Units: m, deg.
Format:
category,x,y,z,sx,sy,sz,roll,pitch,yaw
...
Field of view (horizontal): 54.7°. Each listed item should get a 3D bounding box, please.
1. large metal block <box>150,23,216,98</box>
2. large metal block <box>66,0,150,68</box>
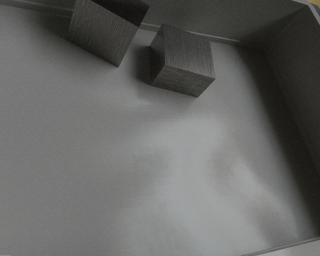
category,x,y,z,sx,sy,sz,roll,pitch,yaw
large metal block,0.032,-0.100,0.468,0.081,0.050,0.080,11,57,-22
large metal block,-0.072,-0.141,0.418,0.080,0.080,0.050,27,53,-12
